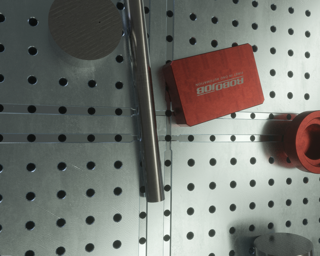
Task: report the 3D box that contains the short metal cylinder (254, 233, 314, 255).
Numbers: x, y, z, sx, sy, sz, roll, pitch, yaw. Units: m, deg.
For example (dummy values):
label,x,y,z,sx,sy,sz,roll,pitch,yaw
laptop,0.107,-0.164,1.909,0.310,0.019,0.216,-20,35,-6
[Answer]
label,x,y,z,sx,sy,sz,roll,pitch,yaw
short metal cylinder,0.181,0.192,0.450,0.081,0.080,0.050,-7,93,-20

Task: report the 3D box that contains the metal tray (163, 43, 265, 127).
label,x,y,z,sx,sy,sz,roll,pitch,yaw
metal tray,0.078,-0.061,0.438,0.131,0.030,0.089,-17,96,-19

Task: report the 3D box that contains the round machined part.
label,x,y,z,sx,sy,sz,roll,pitch,yaw
round machined part,0.237,0.021,0.491,0.099,0.042,0.097,0,90,-20

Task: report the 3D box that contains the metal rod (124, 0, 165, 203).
label,x,y,z,sx,sy,sz,roll,pitch,yaw
metal rod,-0.022,-0.053,0.404,0.025,0.025,0.298,-7,93,-20

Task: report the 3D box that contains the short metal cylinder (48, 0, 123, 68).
label,x,y,z,sx,sy,sz,roll,pitch,yaw
short metal cylinder,-0.089,-0.115,0.366,0.081,0.050,0.080,0,90,-20
